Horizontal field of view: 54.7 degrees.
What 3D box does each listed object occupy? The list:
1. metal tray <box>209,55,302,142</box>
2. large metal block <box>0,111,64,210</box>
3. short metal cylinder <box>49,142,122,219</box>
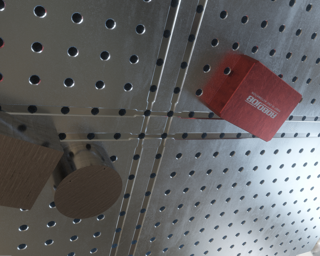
[{"bbox_3d":[0.145,-0.039,0.463,0.131,0.030,0.090,23,106,-37],"label":"metal tray"},{"bbox_3d":[-0.162,0.034,0.327,0.080,0.050,0.080,23,106,-37],"label":"large metal block"},{"bbox_3d":[-0.093,0.065,0.384,0.081,0.050,0.079,-14,124,-21],"label":"short metal cylinder"}]
